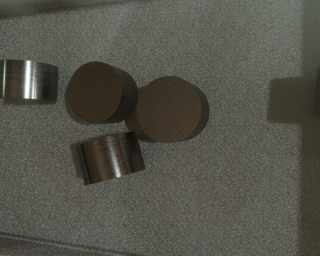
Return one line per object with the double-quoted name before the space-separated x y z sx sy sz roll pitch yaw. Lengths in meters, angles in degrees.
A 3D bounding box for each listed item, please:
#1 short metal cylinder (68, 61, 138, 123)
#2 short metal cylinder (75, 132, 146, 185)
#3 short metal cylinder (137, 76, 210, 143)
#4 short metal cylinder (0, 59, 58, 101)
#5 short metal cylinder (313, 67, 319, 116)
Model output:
"short metal cylinder" -0.077 -0.046 0.423 0.080 0.050 0.079 0 90 19
"short metal cylinder" -0.064 0.039 0.403 0.080 0.080 0.050 -17 85 19
"short metal cylinder" 0.018 -0.022 0.390 0.080 0.050 0.079 0 90 19
"short metal cylinder" -0.190 -0.066 0.446 0.080 0.080 0.050 4 91 19
"short metal cylinder" 0.200 -0.034 0.311 0.080 0.080 0.050 5 92 19
